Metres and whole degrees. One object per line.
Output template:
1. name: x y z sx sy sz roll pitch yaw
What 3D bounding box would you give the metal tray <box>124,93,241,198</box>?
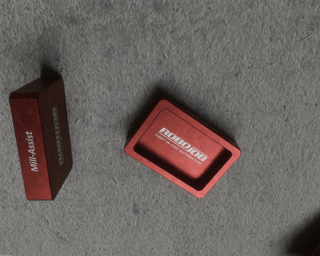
1. metal tray: 0.030 0.026 0.416 0.130 0.030 0.090 33 107 -12

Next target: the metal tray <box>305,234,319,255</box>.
1. metal tray: 0.267 0.212 0.463 0.090 0.030 0.130 33 92 -2

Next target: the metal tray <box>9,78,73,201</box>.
1. metal tray: -0.139 0.011 0.377 0.030 0.090 0.129 0 110 0
